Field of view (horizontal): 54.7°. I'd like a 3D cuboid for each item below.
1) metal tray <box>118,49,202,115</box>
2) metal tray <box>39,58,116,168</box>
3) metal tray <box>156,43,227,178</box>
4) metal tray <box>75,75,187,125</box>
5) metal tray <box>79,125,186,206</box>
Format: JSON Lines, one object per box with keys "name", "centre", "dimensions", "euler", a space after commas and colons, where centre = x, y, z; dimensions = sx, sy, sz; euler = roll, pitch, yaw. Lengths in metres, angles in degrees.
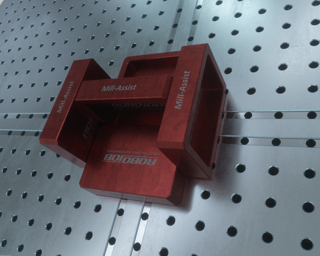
{"name": "metal tray", "centre": [-0.001, -0.064, 0.443], "dimensions": [0.130, 0.030, 0.090], "euler": [1, 62, 28]}
{"name": "metal tray", "centre": [-0.101, -0.019, 0.429], "dimensions": [0.030, 0.090, 0.130], "euler": [1, 62, 28]}
{"name": "metal tray", "centre": [0.042, -0.019, 0.354], "dimensions": [0.030, 0.090, 0.130], "euler": [1, 62, 28]}
{"name": "metal tray", "centre": [-0.029, -0.026, 0.394], "dimensions": [0.130, 0.090, 0.030], "euler": [1, 63, 28]}
{"name": "metal tray", "centre": [-0.031, 0.043, 0.392], "dimensions": [0.130, 0.030, 0.090], "euler": [1, 62, 28]}
